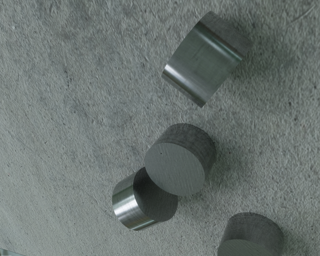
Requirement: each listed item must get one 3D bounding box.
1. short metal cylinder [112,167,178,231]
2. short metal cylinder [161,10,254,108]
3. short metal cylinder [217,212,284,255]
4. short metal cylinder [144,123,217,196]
[{"bbox_3d":[-0.021,0.101,0.445,0.080,0.080,0.050,49,129,-7],"label":"short metal cylinder"},{"bbox_3d":[0.046,-0.066,0.306,0.050,0.080,0.080,39,129,2],"label":"short metal cylinder"},{"bbox_3d":[0.125,0.164,0.426,0.080,0.050,0.079,13,124,21],"label":"short metal cylinder"},{"bbox_3d":[0.027,0.040,0.401,0.080,0.050,0.079,13,124,21],"label":"short metal cylinder"}]
